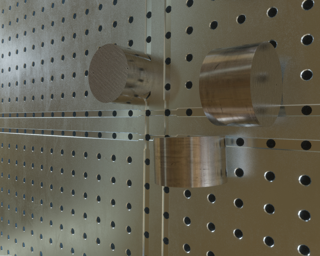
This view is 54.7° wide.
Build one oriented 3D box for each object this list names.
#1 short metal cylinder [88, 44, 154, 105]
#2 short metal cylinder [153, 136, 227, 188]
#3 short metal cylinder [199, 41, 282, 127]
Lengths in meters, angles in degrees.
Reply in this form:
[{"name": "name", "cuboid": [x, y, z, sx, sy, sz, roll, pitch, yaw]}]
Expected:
[{"name": "short metal cylinder", "cuboid": [-0.055, -0.074, 0.437, 0.080, 0.050, 0.079, 0, 90, 39]}, {"name": "short metal cylinder", "cuboid": [0.033, 0.035, 0.345, 0.080, 0.081, 0.050, -3, 88, 39]}, {"name": "short metal cylinder", "cuboid": [0.082, -0.041, 0.305, 0.050, 0.081, 0.079, 2, 91, 40]}]
